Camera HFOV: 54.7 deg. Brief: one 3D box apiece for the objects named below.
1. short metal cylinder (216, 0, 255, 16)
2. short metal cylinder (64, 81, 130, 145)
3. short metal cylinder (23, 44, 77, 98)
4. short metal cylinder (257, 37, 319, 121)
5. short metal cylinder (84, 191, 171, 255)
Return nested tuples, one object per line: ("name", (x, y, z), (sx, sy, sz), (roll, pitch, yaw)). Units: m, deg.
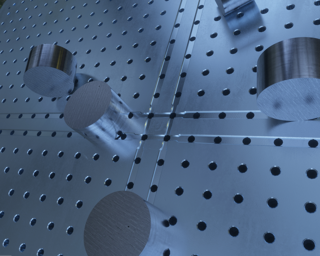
("short metal cylinder", (0.101, -0.213, 0.451), (0.050, 0.080, 0.080), (-26, 53, 12))
("short metal cylinder", (-0.092, -0.022, 0.454), (0.080, 0.050, 0.080), (-13, 56, 21))
("short metal cylinder", (-0.186, -0.096, 0.530), (0.080, 0.080, 0.050), (-15, 56, 19))
("short metal cylinder", (0.144, -0.049, 0.327), (0.080, 0.080, 0.050), (-5, 60, 26))
("short metal cylinder", (-0.035, 0.115, 0.340), (0.080, 0.050, 0.080), (-13, 56, 21))
